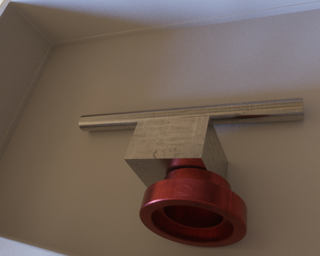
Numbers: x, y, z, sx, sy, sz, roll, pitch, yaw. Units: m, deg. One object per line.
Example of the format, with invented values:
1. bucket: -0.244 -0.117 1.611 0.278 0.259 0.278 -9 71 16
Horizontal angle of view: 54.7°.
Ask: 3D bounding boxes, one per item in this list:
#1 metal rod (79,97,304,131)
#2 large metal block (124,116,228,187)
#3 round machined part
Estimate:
1. metal rod: 0.021 -0.014 0.402 0.301 0.025 0.025 -3 61 26
2. large metal block: 0.021 0.035 0.332 0.080 0.080 0.050 -4 49 26
3. round machined part: 0.033 0.074 0.297 0.098 0.098 0.042 -7 45 24
